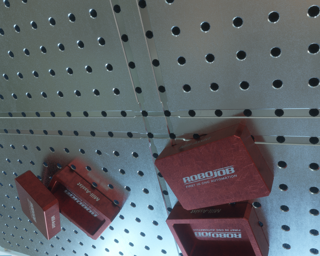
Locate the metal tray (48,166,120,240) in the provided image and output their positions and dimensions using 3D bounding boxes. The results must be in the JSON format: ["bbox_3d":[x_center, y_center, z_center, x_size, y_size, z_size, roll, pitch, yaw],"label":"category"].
[{"bbox_3d":[-0.147,0.140,0.572,0.130,0.030,0.090,39,129,2],"label":"metal tray"}]

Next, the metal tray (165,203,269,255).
[{"bbox_3d":[0.084,0.159,0.462,0.130,0.030,0.090,-12,112,33],"label":"metal tray"}]

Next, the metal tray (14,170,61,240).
[{"bbox_3d":[-0.235,0.152,0.601,0.090,0.030,0.129,38,140,20],"label":"metal tray"}]

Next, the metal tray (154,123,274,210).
[{"bbox_3d":[0.068,0.056,0.407,0.130,0.030,0.090,-22,107,36],"label":"metal tray"}]
